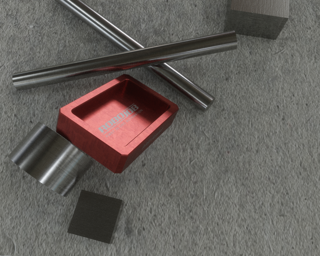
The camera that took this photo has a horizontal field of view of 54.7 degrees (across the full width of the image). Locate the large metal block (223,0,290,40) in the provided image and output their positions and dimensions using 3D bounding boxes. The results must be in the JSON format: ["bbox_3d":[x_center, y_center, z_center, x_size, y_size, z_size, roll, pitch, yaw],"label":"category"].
[{"bbox_3d":[0.145,-0.186,0.465,0.080,0.050,0.080,10,70,3],"label":"large metal block"}]

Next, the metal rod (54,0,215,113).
[{"bbox_3d":[-0.047,-0.122,0.452,0.300,0.025,0.025,38,74,12],"label":"metal rod"}]

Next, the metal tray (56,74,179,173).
[{"bbox_3d":[-0.045,-0.013,0.373,0.090,0.030,0.131,33,39,11],"label":"metal tray"}]

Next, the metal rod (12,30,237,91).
[{"bbox_3d":[-0.049,-0.090,0.418,0.302,0.025,0.025,-10,70,4],"label":"metal rod"}]

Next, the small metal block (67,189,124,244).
[{"bbox_3d":[-0.075,0.106,0.369,0.050,0.025,0.050,14,70,4],"label":"small metal block"}]

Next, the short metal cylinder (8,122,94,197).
[{"bbox_3d":[-0.126,0.037,0.364,0.080,0.080,0.050,33,74,11],"label":"short metal cylinder"}]
